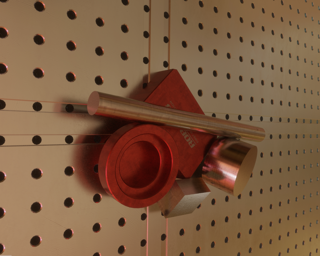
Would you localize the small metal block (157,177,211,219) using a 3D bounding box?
[{"bbox_3d":[0.032,0.094,0.421,0.050,0.025,0.050,3,131,-41],"label":"small metal block"}]

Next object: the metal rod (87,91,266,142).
[{"bbox_3d":[0.047,-0.007,0.410,0.302,0.025,0.025,9,84,-40],"label":"metal rod"}]

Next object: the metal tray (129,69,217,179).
[{"bbox_3d":[0.020,-0.004,0.426,0.090,0.030,0.130,-51,120,-28],"label":"metal tray"}]

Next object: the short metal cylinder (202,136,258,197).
[{"bbox_3d":[0.105,0.055,0.464,0.081,0.050,0.079,-36,137,-43],"label":"short metal cylinder"}]

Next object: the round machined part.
[{"bbox_3d":[-0.028,0.042,0.370,0.099,0.042,0.097,-5,99,-34],"label":"round machined part"}]
